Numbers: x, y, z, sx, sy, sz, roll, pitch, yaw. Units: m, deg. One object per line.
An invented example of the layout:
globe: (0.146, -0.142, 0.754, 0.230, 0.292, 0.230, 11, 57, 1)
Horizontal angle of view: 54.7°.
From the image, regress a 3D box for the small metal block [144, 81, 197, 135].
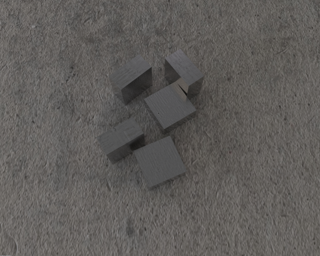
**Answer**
small metal block: (0.013, -0.027, 0.418, 0.050, 0.025, 0.050, -30, 73, -11)

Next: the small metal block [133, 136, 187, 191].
small metal block: (0.000, 0.045, 0.392, 0.050, 0.025, 0.050, -22, 72, -8)

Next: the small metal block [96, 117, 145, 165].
small metal block: (-0.047, 0.017, 0.388, 0.050, 0.050, 0.025, -30, 73, -10)

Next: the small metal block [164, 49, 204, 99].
small metal block: (0.031, -0.070, 0.420, 0.025, 0.050, 0.050, -34, 74, -12)

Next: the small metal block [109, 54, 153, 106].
small metal block: (-0.038, -0.063, 0.418, 0.050, 0.050, 0.025, -39, 75, -13)
